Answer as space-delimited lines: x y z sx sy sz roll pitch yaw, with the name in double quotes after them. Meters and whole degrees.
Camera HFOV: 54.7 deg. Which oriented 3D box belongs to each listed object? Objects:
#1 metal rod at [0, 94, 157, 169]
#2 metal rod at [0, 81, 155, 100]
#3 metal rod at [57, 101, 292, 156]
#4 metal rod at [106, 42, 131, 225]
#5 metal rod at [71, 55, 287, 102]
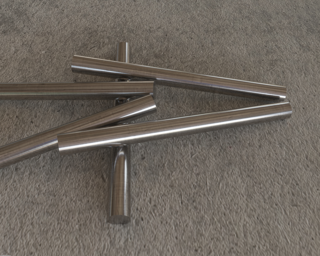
-0.148 0.021 0.367 0.302 0.025 0.025 -21 53 -10 "metal rod"
-0.157 -0.051 0.427 0.302 0.025 0.025 1 50 7 "metal rod"
0.031 -0.003 0.387 0.302 0.025 0.025 -9 50 -16 "metal rod"
-0.052 -0.019 0.419 0.025 0.025 0.300 -2 50 -2 "metal rod"
0.028 -0.070 0.442 0.302 0.025 0.025 8 50 -2 "metal rod"
